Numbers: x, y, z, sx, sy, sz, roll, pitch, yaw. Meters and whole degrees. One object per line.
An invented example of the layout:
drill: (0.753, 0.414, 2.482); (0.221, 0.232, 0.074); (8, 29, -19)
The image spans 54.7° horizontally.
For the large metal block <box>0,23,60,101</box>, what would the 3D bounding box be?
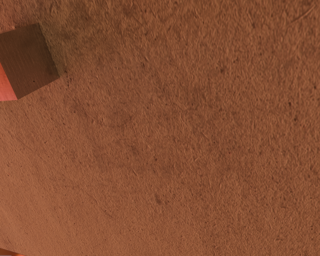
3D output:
large metal block: (-0.195, -0.090, 0.419); (0.050, 0.080, 0.080); (0, 118, 28)
